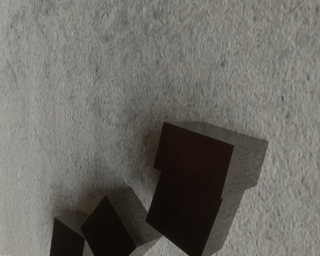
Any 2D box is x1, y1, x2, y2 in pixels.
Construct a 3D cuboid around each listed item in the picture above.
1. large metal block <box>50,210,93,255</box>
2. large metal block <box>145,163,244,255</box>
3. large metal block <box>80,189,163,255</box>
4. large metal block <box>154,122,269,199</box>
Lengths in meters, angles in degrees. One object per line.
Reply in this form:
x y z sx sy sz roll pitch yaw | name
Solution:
-0.128 0.189 0.491 0.080 0.050 0.079 16 100 38 | large metal block
0.039 0.089 0.355 0.080 0.050 0.079 27 107 36 | large metal block
-0.056 0.145 0.433 0.080 0.050 0.080 52 120 27 | large metal block
0.054 0.028 0.323 0.080 0.081 0.050 20 103 38 | large metal block
